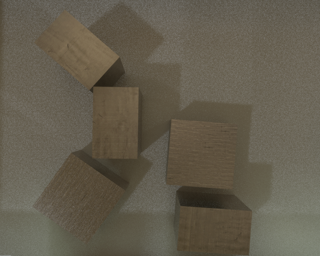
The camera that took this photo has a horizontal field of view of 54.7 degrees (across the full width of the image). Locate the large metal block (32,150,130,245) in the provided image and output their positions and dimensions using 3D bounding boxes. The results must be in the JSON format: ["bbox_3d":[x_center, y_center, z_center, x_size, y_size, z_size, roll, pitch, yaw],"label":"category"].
[{"bbox_3d":[-0.098,0.085,0.398,0.080,0.050,0.080,35,90,-1],"label":"large metal block"}]

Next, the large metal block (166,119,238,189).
[{"bbox_3d":[0.051,0.032,0.400,0.081,0.050,0.079,4,90,-1],"label":"large metal block"}]

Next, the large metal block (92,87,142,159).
[{"bbox_3d":[-0.050,-0.006,0.383,0.050,0.080,0.079,1,90,0],"label":"large metal block"}]

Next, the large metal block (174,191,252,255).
[{"bbox_3d":[0.061,0.114,0.385,0.081,0.080,0.050,4,90,-1],"label":"large metal block"}]

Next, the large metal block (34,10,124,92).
[{"bbox_3d":[-0.093,-0.085,0.382,0.080,0.080,0.050,41,87,0],"label":"large metal block"}]
